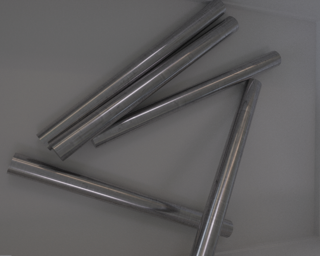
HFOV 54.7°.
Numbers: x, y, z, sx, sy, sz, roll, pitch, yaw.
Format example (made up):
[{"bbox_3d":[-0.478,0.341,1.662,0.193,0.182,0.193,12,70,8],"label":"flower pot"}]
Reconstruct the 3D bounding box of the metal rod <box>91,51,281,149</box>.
[{"bbox_3d":[0.046,-0.046,0.427,0.302,0.025,0.025,-25,99,-18],"label":"metal rod"}]

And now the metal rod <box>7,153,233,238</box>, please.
[{"bbox_3d":[-0.035,0.092,0.397,0.302,0.025,0.025,22,83,-19],"label":"metal rod"}]

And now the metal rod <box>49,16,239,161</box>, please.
[{"bbox_3d":[-0.005,-0.062,0.395,0.301,0.025,0.025,-39,103,-21],"label":"metal rod"}]

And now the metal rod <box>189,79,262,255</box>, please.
[{"bbox_3d":[0.085,0.053,0.388,0.025,0.025,0.300,35,58,-17],"label":"metal rod"}]

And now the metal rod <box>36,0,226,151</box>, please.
[{"bbox_3d":[-0.026,-0.077,0.400,0.301,0.025,0.025,-41,103,-15],"label":"metal rod"}]
